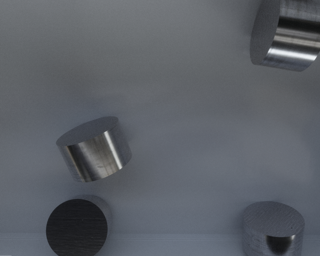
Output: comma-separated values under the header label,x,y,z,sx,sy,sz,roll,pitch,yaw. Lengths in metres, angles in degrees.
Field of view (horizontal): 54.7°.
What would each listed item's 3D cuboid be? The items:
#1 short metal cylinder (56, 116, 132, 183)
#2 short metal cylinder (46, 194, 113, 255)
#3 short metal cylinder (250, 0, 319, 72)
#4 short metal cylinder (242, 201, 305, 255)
label,x,y,z,sx,sy,sz,roll,pitch,yaw
short metal cylinder,-0.082,0.025,0.390,0.080,0.080,0.050,-17,109,6
short metal cylinder,-0.109,0.136,0.431,0.081,0.050,0.080,0,84,-1
short metal cylinder,0.140,-0.106,0.345,0.050,0.080,0.079,9,110,-4
short metal cylinder,0.159,0.148,0.439,0.081,0.080,0.050,-4,110,1
